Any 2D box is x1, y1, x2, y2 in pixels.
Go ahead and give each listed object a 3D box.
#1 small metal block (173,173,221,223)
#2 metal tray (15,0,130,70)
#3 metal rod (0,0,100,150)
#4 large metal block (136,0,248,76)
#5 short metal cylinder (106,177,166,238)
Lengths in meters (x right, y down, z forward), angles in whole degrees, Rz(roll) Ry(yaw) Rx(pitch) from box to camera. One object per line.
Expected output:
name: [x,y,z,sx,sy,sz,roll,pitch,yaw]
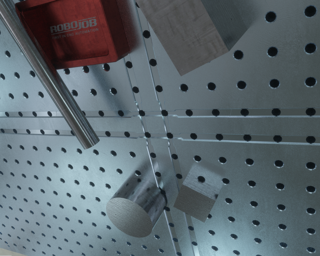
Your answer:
small metal block: [0.052,0.101,0.445,0.050,0.025,0.050,25,127,12]
metal tray: [-0.110,-0.124,0.387,0.130,0.030,0.089,-1,118,28]
metal rod: [-0.164,-0.103,0.392,0.025,0.025,0.299,-17,110,34]
large metal block: [0.033,-0.107,0.291,0.050,0.080,0.080,-23,106,36]
short metal cylinder: [-0.037,0.125,0.491,0.080,0.050,0.079,13,124,20]
